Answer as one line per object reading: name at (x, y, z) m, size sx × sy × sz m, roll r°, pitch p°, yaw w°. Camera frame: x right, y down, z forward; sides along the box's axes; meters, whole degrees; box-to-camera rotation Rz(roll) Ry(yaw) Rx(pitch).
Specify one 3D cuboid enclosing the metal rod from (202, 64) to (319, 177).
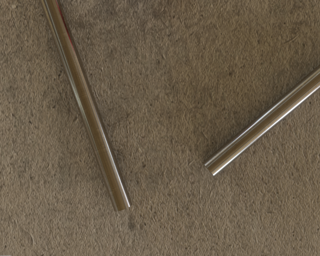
metal rod at (0.180, -0.041, 0.412) m, size 0.300 × 0.025 × 0.025 m, roll -40°, pitch 91°, yaw -1°

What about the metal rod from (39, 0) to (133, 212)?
metal rod at (-0.098, -0.036, 0.408) m, size 0.025 × 0.025 × 0.298 m, roll -20°, pitch 90°, yaw 0°
